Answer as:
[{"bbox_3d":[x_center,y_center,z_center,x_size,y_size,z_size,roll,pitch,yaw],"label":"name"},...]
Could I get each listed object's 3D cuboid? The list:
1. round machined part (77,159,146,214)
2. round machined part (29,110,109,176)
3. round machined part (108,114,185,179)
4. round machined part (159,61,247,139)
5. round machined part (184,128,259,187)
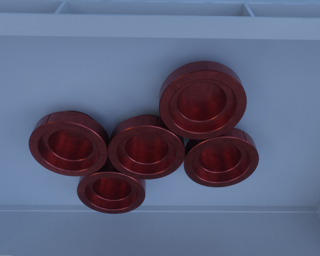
[{"bbox_3d":[-0.070,0.083,0.464,0.099,0.042,0.097,0,130,0],"label":"round machined part"},{"bbox_3d":[-0.115,0.016,0.407,0.099,0.042,0.097,0,130,0],"label":"round machined part"},{"bbox_3d":[-0.017,0.021,0.411,0.099,0.042,0.097,0,130,0],"label":"round machined part"},{"bbox_3d":[0.048,-0.036,0.364,0.099,0.042,0.097,0,130,0],"label":"round machined part"},{"bbox_3d":[0.081,0.034,0.424,0.099,0.042,0.097,0,130,0],"label":"round machined part"}]
